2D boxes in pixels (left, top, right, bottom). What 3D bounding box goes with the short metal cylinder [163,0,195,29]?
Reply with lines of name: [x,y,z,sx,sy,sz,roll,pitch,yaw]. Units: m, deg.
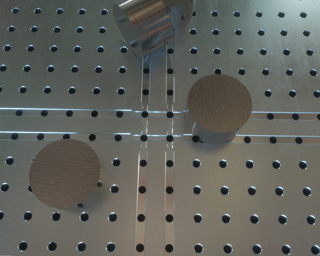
short metal cylinder: [0.015,-0.199,0.471,0.081,0.050,0.080,0,70,0]

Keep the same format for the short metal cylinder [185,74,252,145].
short metal cylinder: [0.074,-0.024,0.407,0.081,0.050,0.080,0,70,0]

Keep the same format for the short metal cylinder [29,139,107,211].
short metal cylinder: [-0.108,0.059,0.376,0.081,0.050,0.080,0,70,0]

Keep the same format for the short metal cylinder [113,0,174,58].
short metal cylinder: [-0.024,-0.147,0.436,0.050,0.080,0.080,-31,73,-11]
